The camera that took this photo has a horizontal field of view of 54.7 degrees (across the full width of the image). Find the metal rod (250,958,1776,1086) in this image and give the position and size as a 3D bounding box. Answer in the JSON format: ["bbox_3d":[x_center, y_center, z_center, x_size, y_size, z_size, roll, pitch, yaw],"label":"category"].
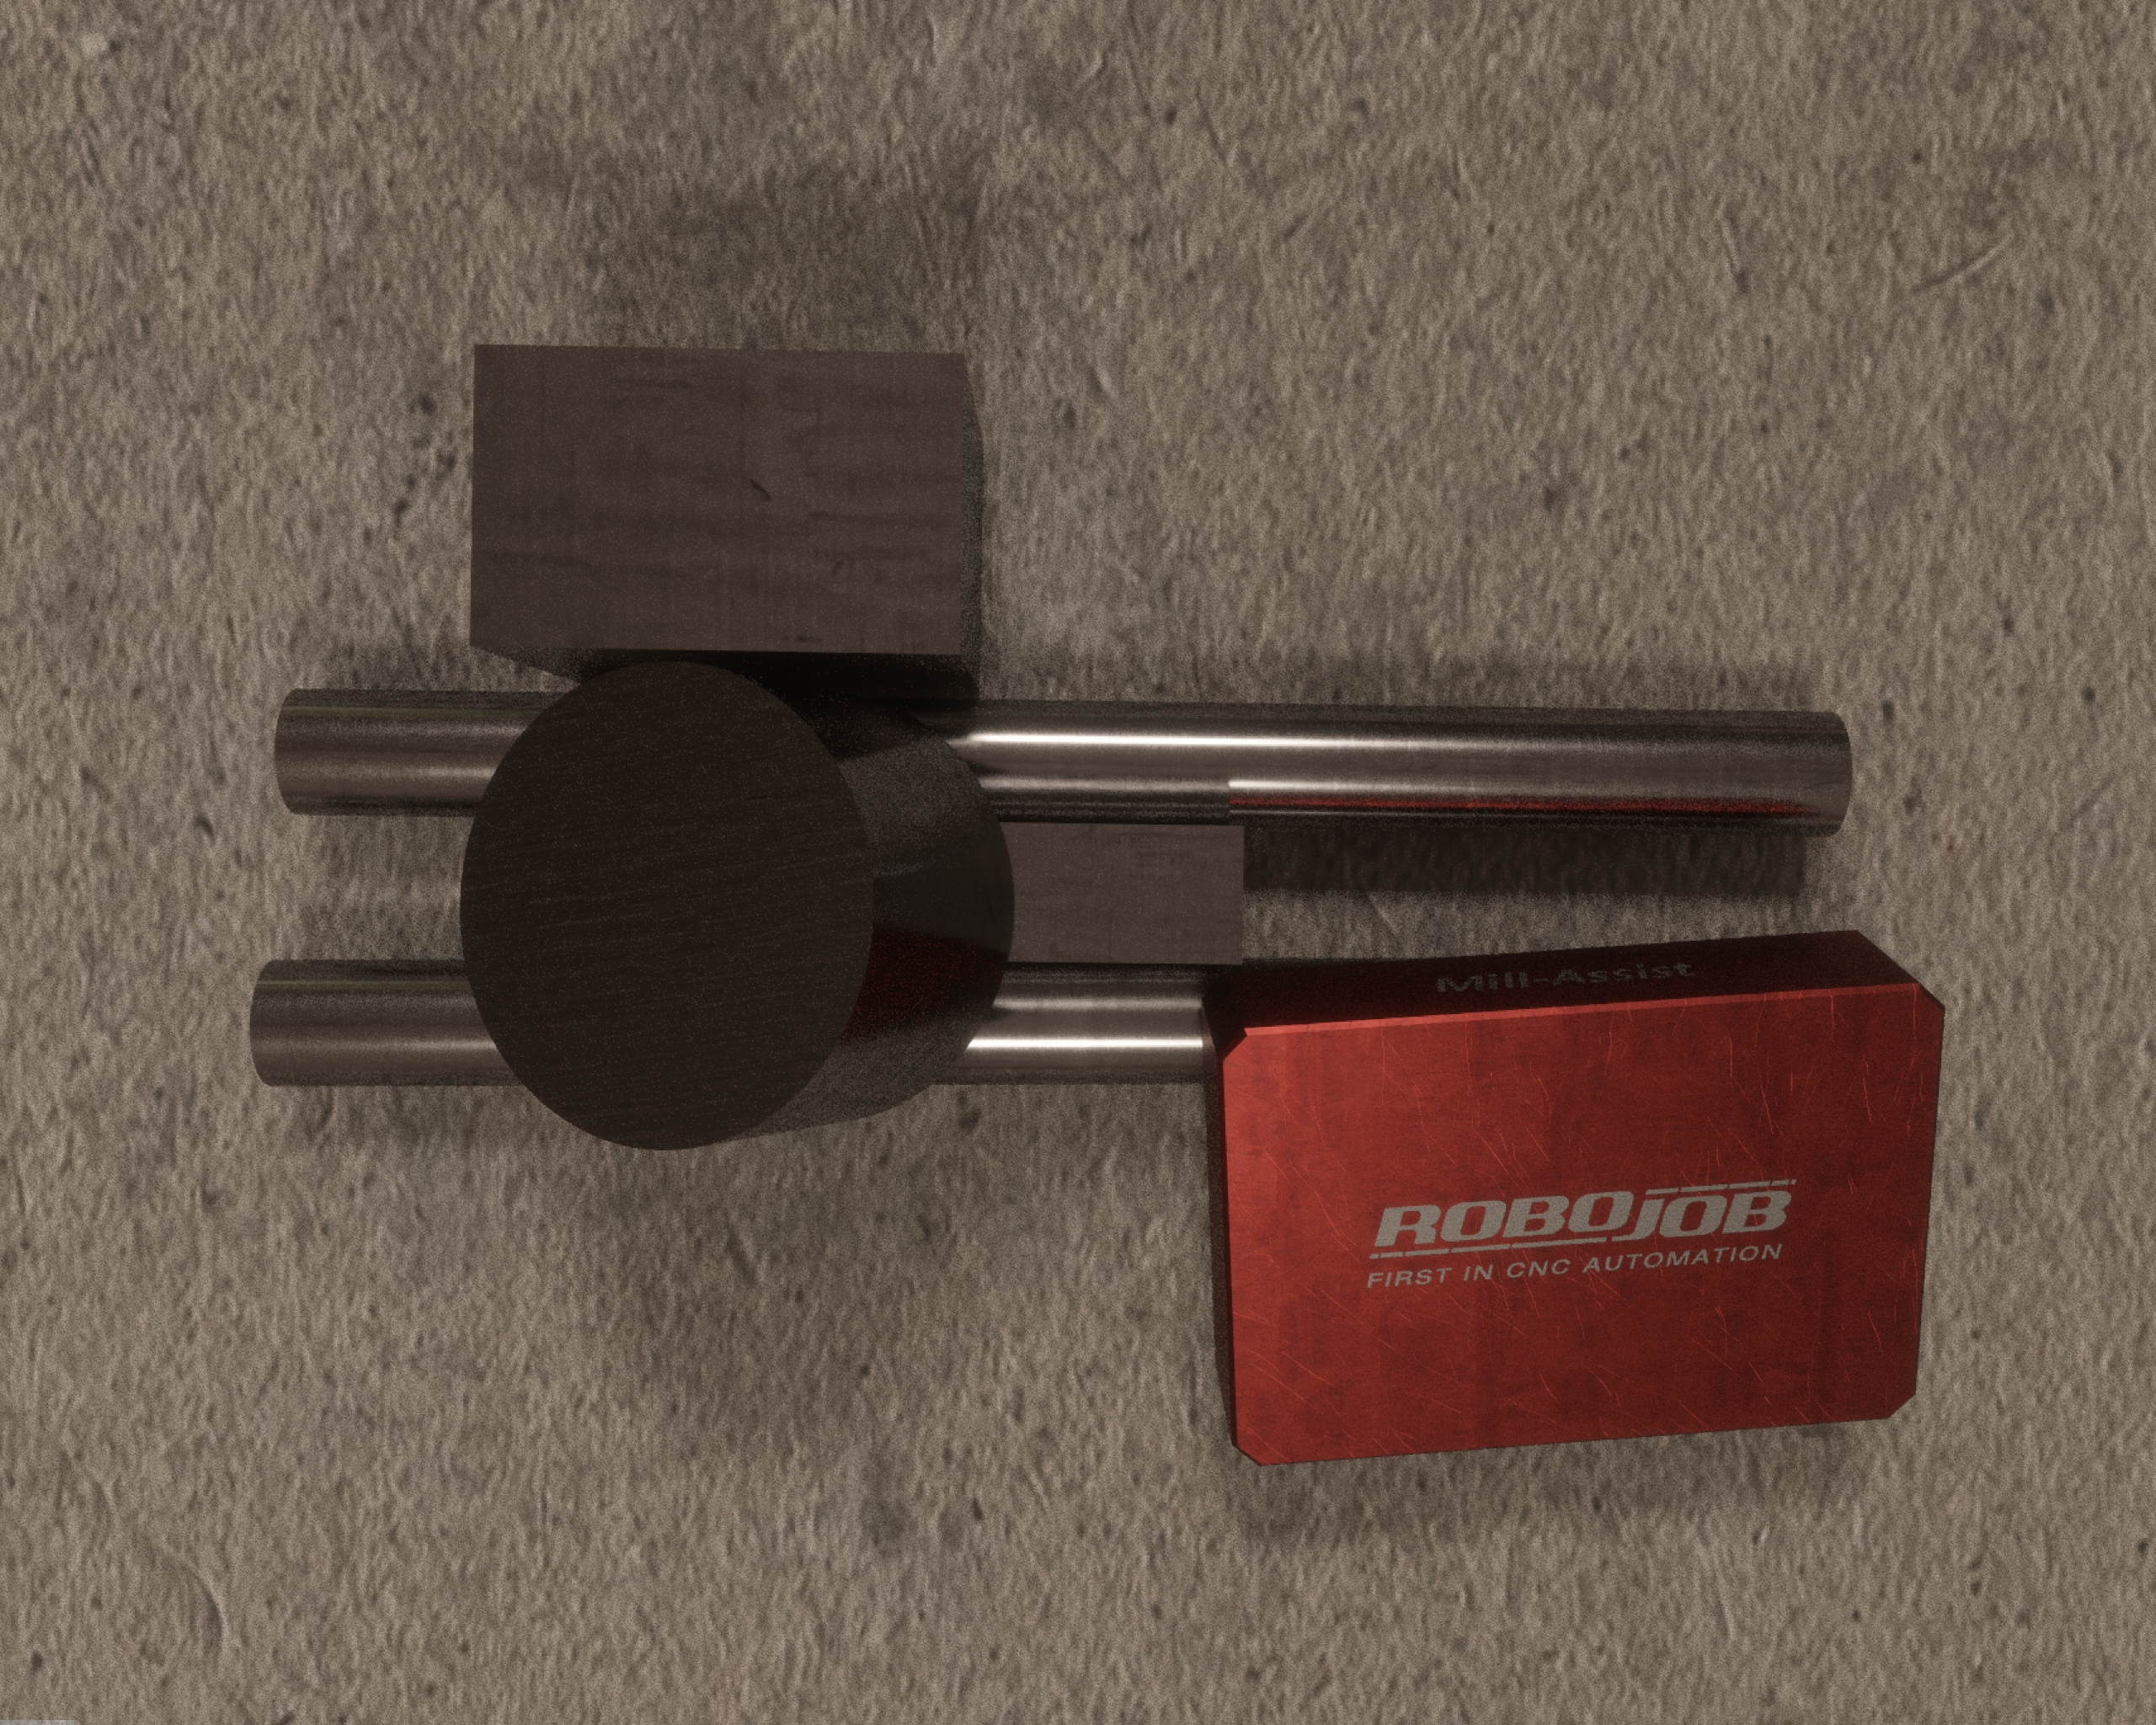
[{"bbox_3d":[-0.007,0.031,0.411,0.302,0.025,0.025,0,90,-1],"label":"metal rod"}]

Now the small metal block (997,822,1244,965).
[{"bbox_3d":[0.004,0.005,0.398,0.050,0.050,0.025,1,90,-1],"label":"small metal block"}]

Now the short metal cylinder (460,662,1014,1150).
[{"bbox_3d":[-0.058,0.008,0.362,0.080,0.050,0.080,-1,88,23],"label":"short metal cylinder"}]

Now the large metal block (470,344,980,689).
[{"bbox_3d":[-0.060,-0.060,0.383,0.081,0.080,0.050,1,90,-1],"label":"large metal block"}]

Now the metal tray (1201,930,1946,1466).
[{"bbox_3d":[0.091,0.063,0.396,0.131,0.030,0.089,-4,108,-2],"label":"metal tray"}]

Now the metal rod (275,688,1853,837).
[{"bbox_3d":[-0.002,-0.020,0.411,0.302,0.025,0.025,1,90,-1],"label":"metal rod"}]
